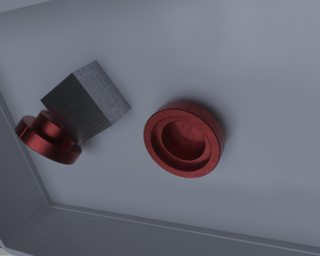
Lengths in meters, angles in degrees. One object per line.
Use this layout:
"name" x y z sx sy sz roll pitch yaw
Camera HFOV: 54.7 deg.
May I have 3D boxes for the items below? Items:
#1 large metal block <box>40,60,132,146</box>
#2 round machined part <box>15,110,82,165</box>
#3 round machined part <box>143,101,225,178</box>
"large metal block" -0.101 -0.032 0.424 0.080 0.050 0.080 -27 104 37
"round machined part" -0.157 0.009 0.460 0.098 0.098 0.042 36 93 4
"round machined part" 0.032 0.011 0.386 0.098 0.042 0.097 13 124 20
